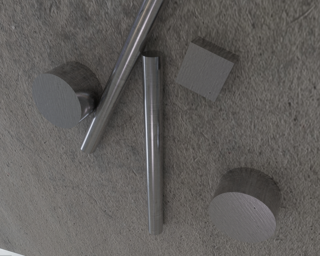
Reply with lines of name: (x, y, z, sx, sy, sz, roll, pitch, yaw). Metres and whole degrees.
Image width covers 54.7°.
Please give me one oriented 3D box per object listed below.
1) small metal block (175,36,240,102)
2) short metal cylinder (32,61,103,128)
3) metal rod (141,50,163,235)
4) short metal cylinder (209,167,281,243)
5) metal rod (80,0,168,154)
small metal block: (0.051, -0.065, 0.340, 0.050, 0.025, 0.050, 29, 128, 9)
short metal cylinder: (-0.127, -0.046, 0.429, 0.080, 0.050, 0.079, 13, 124, 21)
metal rod: (-0.008, 0.041, 0.436, 0.025, 0.025, 0.298, 13, 124, 21)
short metal cylinder: (0.108, 0.097, 0.394, 0.080, 0.050, 0.079, 13, 124, 21)
metal rod: (-0.049, -0.067, 0.391, 0.025, 0.025, 0.298, 36, 129, 4)
